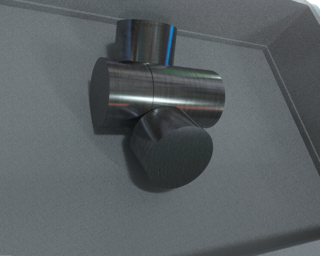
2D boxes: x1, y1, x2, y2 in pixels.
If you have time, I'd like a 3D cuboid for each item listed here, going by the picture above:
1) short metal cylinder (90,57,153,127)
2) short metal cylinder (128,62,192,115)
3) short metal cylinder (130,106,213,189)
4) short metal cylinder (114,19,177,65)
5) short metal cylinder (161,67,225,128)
[{"bbox_3d":[-0.048,-0.041,0.367,0.050,0.080,0.080,1,61,-27],"label":"short metal cylinder"},{"bbox_3d":[-0.003,-0.040,0.391,0.050,0.080,0.080,1,61,-27],"label":"short metal cylinder"},{"bbox_3d":[0.012,0.022,0.352,0.081,0.079,0.050,0,28,-28],"label":"short metal cylinder"},{"bbox_3d":[-0.020,-0.111,0.416,0.081,0.080,0.050,2,99,-27],"label":"short metal cylinder"},{"bbox_3d":[0.042,-0.040,0.415,0.050,0.080,0.080,1,61,-27],"label":"short metal cylinder"}]
